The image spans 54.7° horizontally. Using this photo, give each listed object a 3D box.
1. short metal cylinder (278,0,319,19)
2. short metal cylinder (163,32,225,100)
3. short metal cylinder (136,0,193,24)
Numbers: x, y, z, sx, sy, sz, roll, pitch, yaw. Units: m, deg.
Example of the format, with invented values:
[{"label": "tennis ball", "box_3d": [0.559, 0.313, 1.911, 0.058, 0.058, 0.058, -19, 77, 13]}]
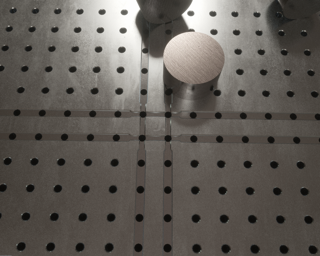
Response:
[{"label": "short metal cylinder", "box_3d": [0.216, -0.210, 0.462, 0.081, 0.080, 0.050, -11, 71, -4]}, {"label": "short metal cylinder", "box_3d": [0.045, -0.085, 0.430, 0.081, 0.050, 0.080, 0, 70, 0]}, {"label": "short metal cylinder", "box_3d": [0.003, -0.201, 0.456, 0.080, 0.080, 0.050, -20, 72, -8]}]
